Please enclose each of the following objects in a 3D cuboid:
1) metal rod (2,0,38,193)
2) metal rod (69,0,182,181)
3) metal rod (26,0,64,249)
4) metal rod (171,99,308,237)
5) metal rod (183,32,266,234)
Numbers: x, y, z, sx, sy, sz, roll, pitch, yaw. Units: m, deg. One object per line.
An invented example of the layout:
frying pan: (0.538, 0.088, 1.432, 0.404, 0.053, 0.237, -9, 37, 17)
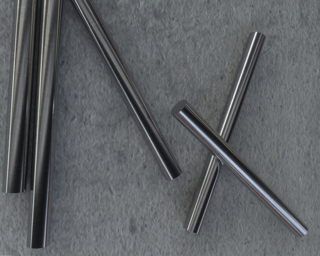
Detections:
metal rod: (-0.156, -0.078, 0.351, 0.025, 0.025, 0.298, 4, 89, -20)
metal rod: (-0.049, -0.067, 0.391, 0.025, 0.025, 0.299, -31, 100, -18)
metal rod: (-0.133, -0.014, 0.360, 0.025, 0.025, 0.298, 3, 89, -20)
metal rod: (0.123, 0.069, 0.435, 0.300, 0.025, 0.025, 43, 76, -23)
metal rod: (0.095, 0.002, 0.445, 0.025, 0.025, 0.299, 23, 82, -19)
